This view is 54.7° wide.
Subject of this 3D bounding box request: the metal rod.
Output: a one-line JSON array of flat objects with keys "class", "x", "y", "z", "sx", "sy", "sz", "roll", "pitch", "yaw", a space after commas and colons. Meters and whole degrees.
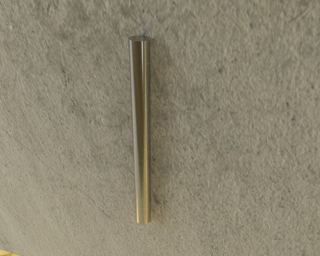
[{"class": "metal rod", "x": -0.025, "y": 0.024, "z": 0.433, "sx": 0.025, "sy": 0.025, "sz": 0.298, "roll": 14, "pitch": 124, "yaw": 20}]
